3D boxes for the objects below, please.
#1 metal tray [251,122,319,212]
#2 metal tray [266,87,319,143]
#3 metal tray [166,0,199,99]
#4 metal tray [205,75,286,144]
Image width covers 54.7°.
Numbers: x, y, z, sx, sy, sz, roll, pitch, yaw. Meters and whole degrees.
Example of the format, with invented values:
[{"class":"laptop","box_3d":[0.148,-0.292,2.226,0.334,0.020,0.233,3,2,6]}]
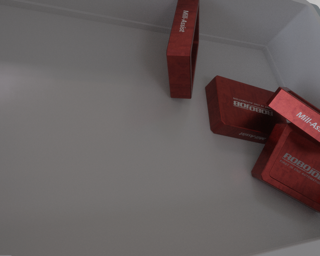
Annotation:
[{"class":"metal tray","box_3d":[0.210,0.060,0.449,0.131,0.030,0.090,29,86,-10]},{"class":"metal tray","box_3d":[0.222,-0.010,0.444,0.130,0.030,0.090,40,23,18]},{"class":"metal tray","box_3d":[0.037,-0.118,0.453,0.030,0.090,0.130,4,54,10]},{"class":"metal tray","box_3d":[0.139,-0.026,0.493,0.131,0.030,0.090,12,57,-22]}]
